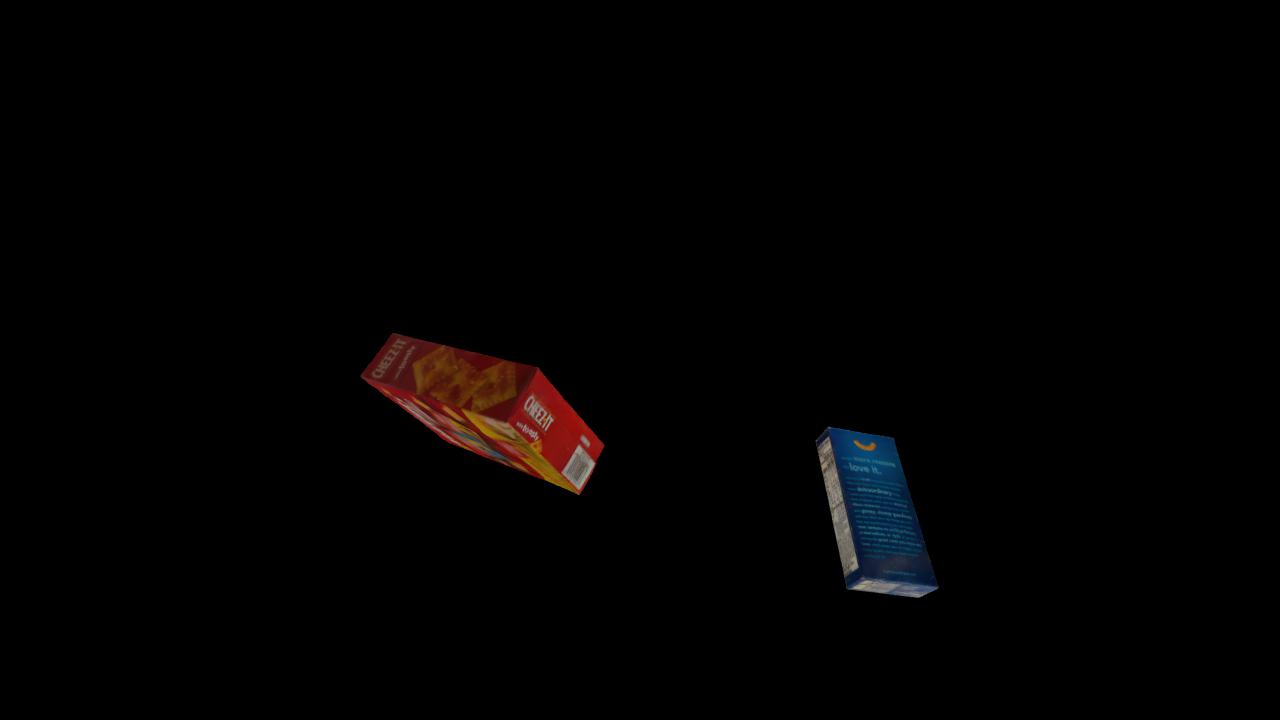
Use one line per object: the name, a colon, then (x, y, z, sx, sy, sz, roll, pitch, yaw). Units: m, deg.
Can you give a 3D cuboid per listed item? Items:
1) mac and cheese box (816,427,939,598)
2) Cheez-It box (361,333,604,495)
mac and cheese box: (0.265, 0.169, 0.703, 0.093, 0.184, 0.041, 10, -40, -11)
Cheez-It box: (-0.170, 0.057, 0.679, 0.223, 0.071, 0.166, 12, -28, 32)
